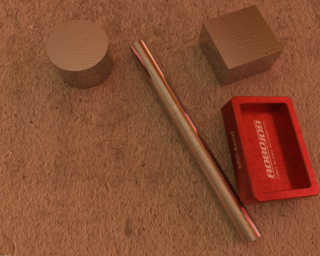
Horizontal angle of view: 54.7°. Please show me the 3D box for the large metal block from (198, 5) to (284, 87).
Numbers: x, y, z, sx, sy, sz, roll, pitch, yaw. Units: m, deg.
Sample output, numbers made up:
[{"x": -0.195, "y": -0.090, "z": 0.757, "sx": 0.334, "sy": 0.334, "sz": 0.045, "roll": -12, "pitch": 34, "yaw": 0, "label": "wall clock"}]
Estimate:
[{"x": 0.111, "y": -0.116, "z": 0.439, "sx": 0.080, "sy": 0.050, "sz": 0.080, "roll": -21, "pitch": 72, "yaw": -8, "label": "large metal block"}]

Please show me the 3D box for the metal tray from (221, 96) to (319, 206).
[{"x": 0.134, "y": 0.025, "z": 0.385, "sx": 0.091, "sy": 0.030, "sz": 0.129, "roll": -1, "pitch": 69, "yaw": -18, "label": "metal tray"}]

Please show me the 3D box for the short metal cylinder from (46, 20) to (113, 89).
[{"x": -0.109, "y": -0.101, "z": 0.431, "sx": 0.081, "sy": 0.050, "sz": 0.080, "roll": 0, "pitch": 70, "yaw": 0, "label": "short metal cylinder"}]

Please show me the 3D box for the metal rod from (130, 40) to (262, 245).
[{"x": 0.038, "y": 0.006, "z": 0.406, "sx": 0.025, "sy": 0.025, "sz": 0.299, "roll": -26, "pitch": 72, "yaw": -10, "label": "metal rod"}]
